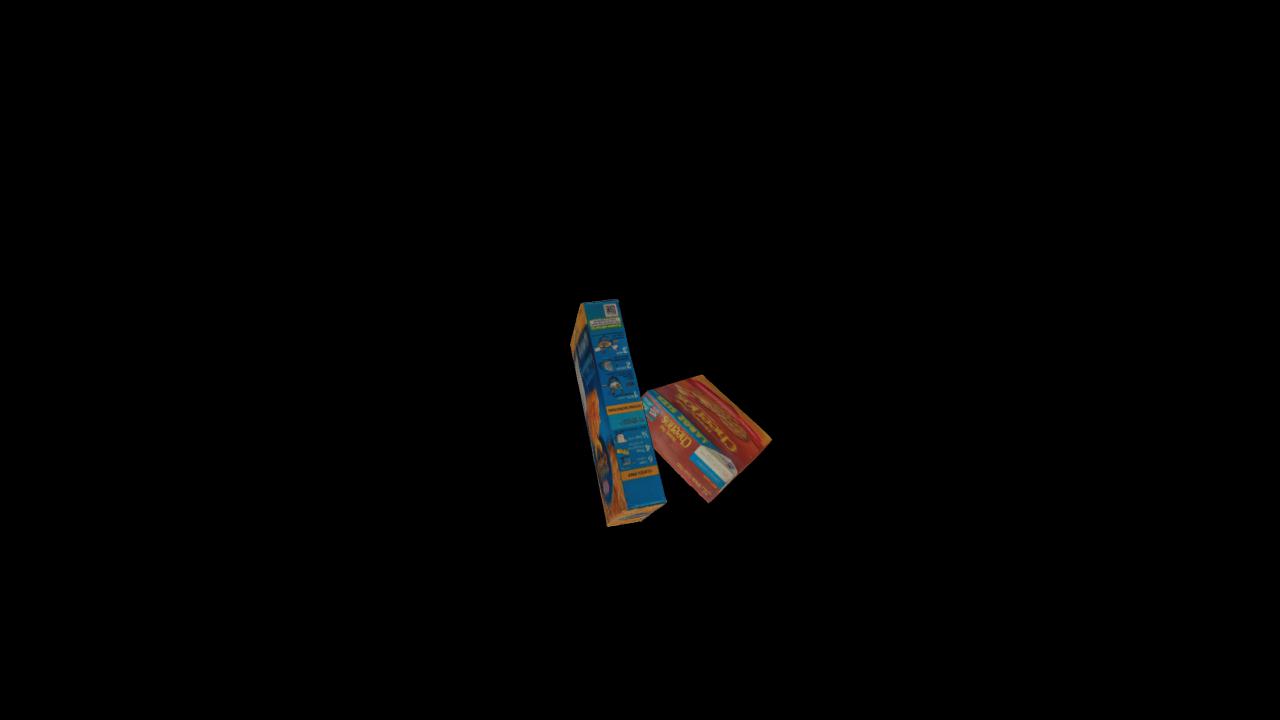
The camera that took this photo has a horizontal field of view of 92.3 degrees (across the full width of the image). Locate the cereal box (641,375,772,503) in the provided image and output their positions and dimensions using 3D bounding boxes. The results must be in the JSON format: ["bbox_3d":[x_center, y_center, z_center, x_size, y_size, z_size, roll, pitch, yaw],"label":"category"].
[{"bbox_3d":[0.120,0.131,1.143,0.203,0.081,0.306,44,18,15],"label":"cereal box"}]

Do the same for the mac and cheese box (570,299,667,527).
[{"bbox_3d":[-0.024,0.049,0.551,0.041,0.184,0.093,-7,-21,-17],"label":"mac and cheese box"}]
